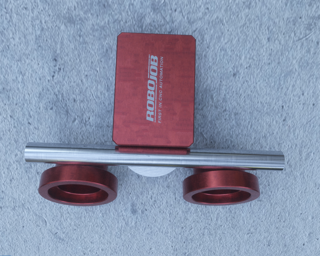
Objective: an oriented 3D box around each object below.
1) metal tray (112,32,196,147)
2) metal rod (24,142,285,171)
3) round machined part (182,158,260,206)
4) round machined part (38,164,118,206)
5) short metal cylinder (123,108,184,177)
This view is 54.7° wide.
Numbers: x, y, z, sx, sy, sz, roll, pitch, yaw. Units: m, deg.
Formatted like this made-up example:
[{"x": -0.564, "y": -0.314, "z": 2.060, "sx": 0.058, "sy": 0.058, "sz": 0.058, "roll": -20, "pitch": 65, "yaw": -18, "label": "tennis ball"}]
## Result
[{"x": -0.006, "y": -0.043, "z": 0.364, "sx": 0.091, "sy": 0.030, "sz": 0.129, "roll": 2, "pitch": 84, "yaw": -2, "label": "metal tray"}, {"x": -0.005, "y": 0.035, "z": 0.371, "sx": 0.302, "sy": 0.025, "sz": 0.025, "roll": 2, "pitch": 110, "yaw": -2, "label": "metal rod"}, {"x": 0.079, "y": 0.071, "z": 0.411, "sx": 0.099, "sy": 0.042, "sz": 0.098, "roll": 0, "pitch": 153, "yaw": 0, "label": "round machined part"}, {"x": -0.105, "y": 0.068, "z": 0.408, "sx": 0.099, "sy": 0.042, "sz": 0.098, "roll": -1, "pitch": 149, "yaw": 0, "label": "round machined part"}, {"x": -0.009, "y": 0.016, "z": 0.404, "sx": 0.081, "sy": 0.050, "sz": 0.079, "roll": 0, "pitch": 110, "yaw": -1, "label": "short metal cylinder"}]
